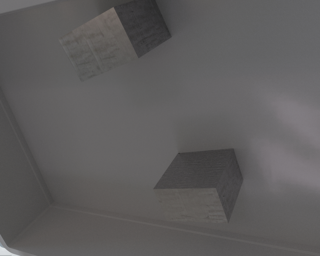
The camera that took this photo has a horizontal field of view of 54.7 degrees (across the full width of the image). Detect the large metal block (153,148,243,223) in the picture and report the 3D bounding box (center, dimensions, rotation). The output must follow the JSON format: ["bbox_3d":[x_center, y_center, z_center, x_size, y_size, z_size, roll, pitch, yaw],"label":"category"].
[{"bbox_3d":[0.051,0.071,0.390,0.080,0.080,0.050,-8,114,32],"label":"large metal block"}]

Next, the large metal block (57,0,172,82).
[{"bbox_3d":[-0.046,-0.098,0.337,0.080,0.080,0.050,-14,111,34],"label":"large metal block"}]
